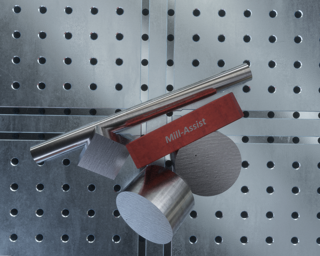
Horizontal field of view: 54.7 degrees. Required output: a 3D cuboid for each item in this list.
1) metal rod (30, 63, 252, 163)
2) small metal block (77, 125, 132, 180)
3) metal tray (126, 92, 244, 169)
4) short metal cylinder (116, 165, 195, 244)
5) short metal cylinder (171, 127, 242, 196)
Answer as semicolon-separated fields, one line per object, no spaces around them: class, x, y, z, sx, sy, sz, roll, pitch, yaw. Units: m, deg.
metal rod;-0.024;-0.020;0.409;0.301;0.025;0.025;-21;90;0
small metal block;-0.070;0.032;0.396;0.050;0.025;0.050;26;106;-19
metal tray;0.027;0.002;0.377;0.131;0.090;0.030;-26;90;0
short metal cylinder;-0.006;0.092;0.375;0.080;0.080;0.050;47;49;0
short metal cylinder;0.056;0.040;0.393;0.081;0.050;0.079;-1;99;-4
